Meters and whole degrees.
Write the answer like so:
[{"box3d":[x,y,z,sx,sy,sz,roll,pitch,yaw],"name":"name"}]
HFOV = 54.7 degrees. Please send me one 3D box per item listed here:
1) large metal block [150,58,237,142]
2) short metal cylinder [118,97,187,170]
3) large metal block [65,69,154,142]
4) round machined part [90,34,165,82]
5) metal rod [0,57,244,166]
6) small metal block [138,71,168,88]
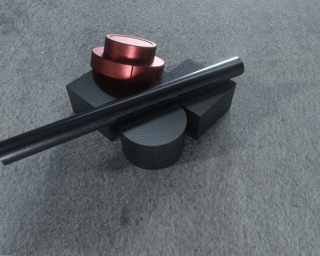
[{"box3d":[0.044,-0.041,0.424,0.080,0.050,0.080,34,58,25],"name":"large metal block"},{"box3d":[-0.009,0.005,0.383,0.081,0.050,0.080,0,50,0],"name":"short metal cylinder"},{"box3d":[-0.065,-0.041,0.420,0.080,0.050,0.080,35,58,25],"name":"large metal block"},{"box3d":[-0.042,-0.097,0.417,0.099,0.042,0.098,10,24,-4],"name":"round machined part"},{"box3d":[-0.030,-0.028,0.362,0.302,0.025,0.025,-22,54,-18],"name":"metal rod"},{"box3d":[-0.011,-0.063,0.457,0.050,0.025,0.050,35,58,25],"name":"small metal block"}]
